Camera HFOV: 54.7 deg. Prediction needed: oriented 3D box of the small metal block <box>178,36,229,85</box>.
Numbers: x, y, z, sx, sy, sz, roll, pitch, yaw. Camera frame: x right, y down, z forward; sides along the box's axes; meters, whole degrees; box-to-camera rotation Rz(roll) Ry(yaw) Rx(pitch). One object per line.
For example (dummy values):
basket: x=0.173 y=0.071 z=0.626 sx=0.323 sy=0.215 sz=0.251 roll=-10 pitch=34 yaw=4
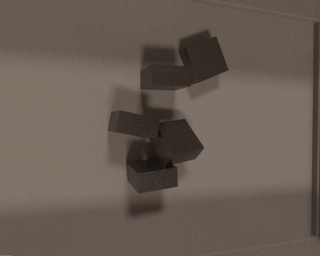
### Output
small metal block: x=0.061 y=-0.094 z=0.434 sx=0.050 sy=0.025 sz=0.050 roll=-25 pitch=99 yaw=-19

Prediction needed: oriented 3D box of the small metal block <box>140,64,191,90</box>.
small metal block: x=0.006 y=-0.064 z=0.400 sx=0.050 sy=0.050 sz=0.025 roll=-1 pitch=91 yaw=-20

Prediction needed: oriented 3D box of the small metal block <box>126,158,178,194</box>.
small metal block: x=-0.011 y=0.059 z=0.393 sx=0.050 sy=0.050 sz=0.025 roll=-6 pitch=101 yaw=-20

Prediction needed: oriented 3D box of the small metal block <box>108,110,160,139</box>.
small metal block: x=-0.034 y=-0.004 z=0.386 sx=0.050 sy=0.050 sz=0.025 roll=12 pitch=86 yaw=-20

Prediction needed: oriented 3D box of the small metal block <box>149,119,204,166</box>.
small metal block: x=0.020 y=0.018 z=0.399 sx=0.050 sy=0.025 sz=0.050 roll=-9 pitch=54 yaw=-36
